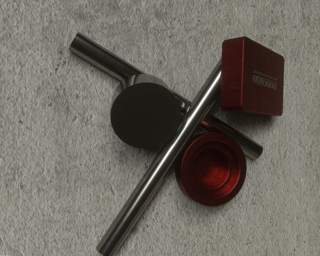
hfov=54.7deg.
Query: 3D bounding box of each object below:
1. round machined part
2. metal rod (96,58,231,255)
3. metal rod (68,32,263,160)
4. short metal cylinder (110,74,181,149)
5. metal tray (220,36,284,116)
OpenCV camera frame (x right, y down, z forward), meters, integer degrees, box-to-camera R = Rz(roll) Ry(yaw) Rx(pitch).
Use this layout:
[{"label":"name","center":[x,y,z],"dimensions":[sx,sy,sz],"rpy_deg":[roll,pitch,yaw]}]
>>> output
[{"label":"round machined part","center":[0.066,0.055,0.426],"dimensions":[0.099,0.042,0.097],"rpy_deg":[0,90,-20]},{"label":"metal rod","center":[0.014,0.030,0.397],"dimensions":[0.025,0.025,0.300],"rpy_deg":[35,85,-17]},{"label":"metal rod","center":[0.021,-0.034,0.419],"dimensions":[0.301,0.025,0.025],"rpy_deg":[30,80,-18]},{"label":"short metal cylinder","center":[-0.019,-0.021,0.376],"dimensions":[0.081,0.050,0.079],"rpy_deg":[-3,111,-7]},{"label":"metal tray","center":[0.131,-0.064,0.426],"dimensions":[0.131,0.030,0.089],"rpy_deg":[2,89,-48]}]
